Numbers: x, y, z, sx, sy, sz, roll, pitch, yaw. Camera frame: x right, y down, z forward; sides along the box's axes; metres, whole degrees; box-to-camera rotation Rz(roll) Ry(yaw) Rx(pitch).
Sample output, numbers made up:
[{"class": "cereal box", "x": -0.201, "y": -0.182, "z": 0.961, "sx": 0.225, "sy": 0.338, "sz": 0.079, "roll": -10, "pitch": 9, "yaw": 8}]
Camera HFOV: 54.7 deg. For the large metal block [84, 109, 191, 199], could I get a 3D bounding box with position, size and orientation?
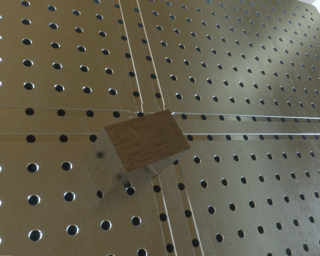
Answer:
[{"class": "large metal block", "x": -0.027, "y": 0.029, "z": 0.342, "sx": 0.081, "sy": 0.080, "sz": 0.050, "roll": -18, "pitch": 71, "yaw": -35}]
